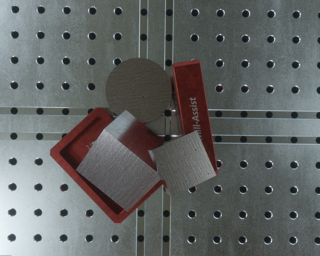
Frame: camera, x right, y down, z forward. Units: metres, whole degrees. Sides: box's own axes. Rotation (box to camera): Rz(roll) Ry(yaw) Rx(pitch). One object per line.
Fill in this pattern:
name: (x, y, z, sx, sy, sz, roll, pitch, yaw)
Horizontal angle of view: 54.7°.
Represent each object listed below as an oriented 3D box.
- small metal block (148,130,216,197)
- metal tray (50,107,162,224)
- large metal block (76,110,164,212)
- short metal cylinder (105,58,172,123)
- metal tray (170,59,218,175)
small metal block: (0.022, 0.036, 0.319, 0.050, 0.025, 0.050, -24, 91, -12)
metal tray: (-0.066, 0.048, 0.409, 0.090, 0.030, 0.130, -43, 91, 0)
large metal block: (-0.040, 0.040, 0.369, 0.080, 0.050, 0.080, 40, 125, -1)
short metal cylinder: (-0.026, -0.046, 0.400, 0.081, 0.050, 0.079, 0, 90, -1)
metal tray: (0.039, -0.010, 0.381, 0.030, 0.090, 0.129, -9, 90, 0)
